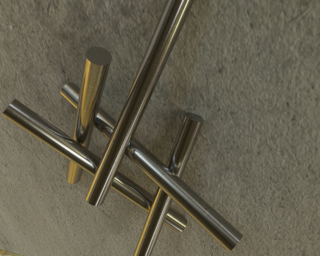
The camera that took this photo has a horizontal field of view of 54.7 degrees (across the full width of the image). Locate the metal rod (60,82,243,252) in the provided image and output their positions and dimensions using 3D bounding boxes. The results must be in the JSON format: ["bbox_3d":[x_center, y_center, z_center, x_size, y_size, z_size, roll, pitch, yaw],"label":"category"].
[{"bbox_3d":[-0.022,0.038,0.397,0.300,0.025,0.025,41,130,17],"label":"metal rod"}]

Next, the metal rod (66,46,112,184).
[{"bbox_3d":[-0.105,0.008,0.419,0.025,0.025,0.298,36,143,4],"label":"metal rod"}]

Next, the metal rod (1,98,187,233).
[{"bbox_3d":[-0.075,0.063,0.428,0.301,0.025,0.025,39,131,-21],"label":"metal rod"}]

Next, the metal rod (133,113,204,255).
[{"bbox_3d":[-0.002,0.117,0.434,0.025,0.025,0.298,24,113,13],"label":"metal rod"}]

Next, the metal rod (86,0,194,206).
[{"bbox_3d":[-0.028,-0.027,0.356,0.025,0.025,0.298,30,114,9],"label":"metal rod"}]
